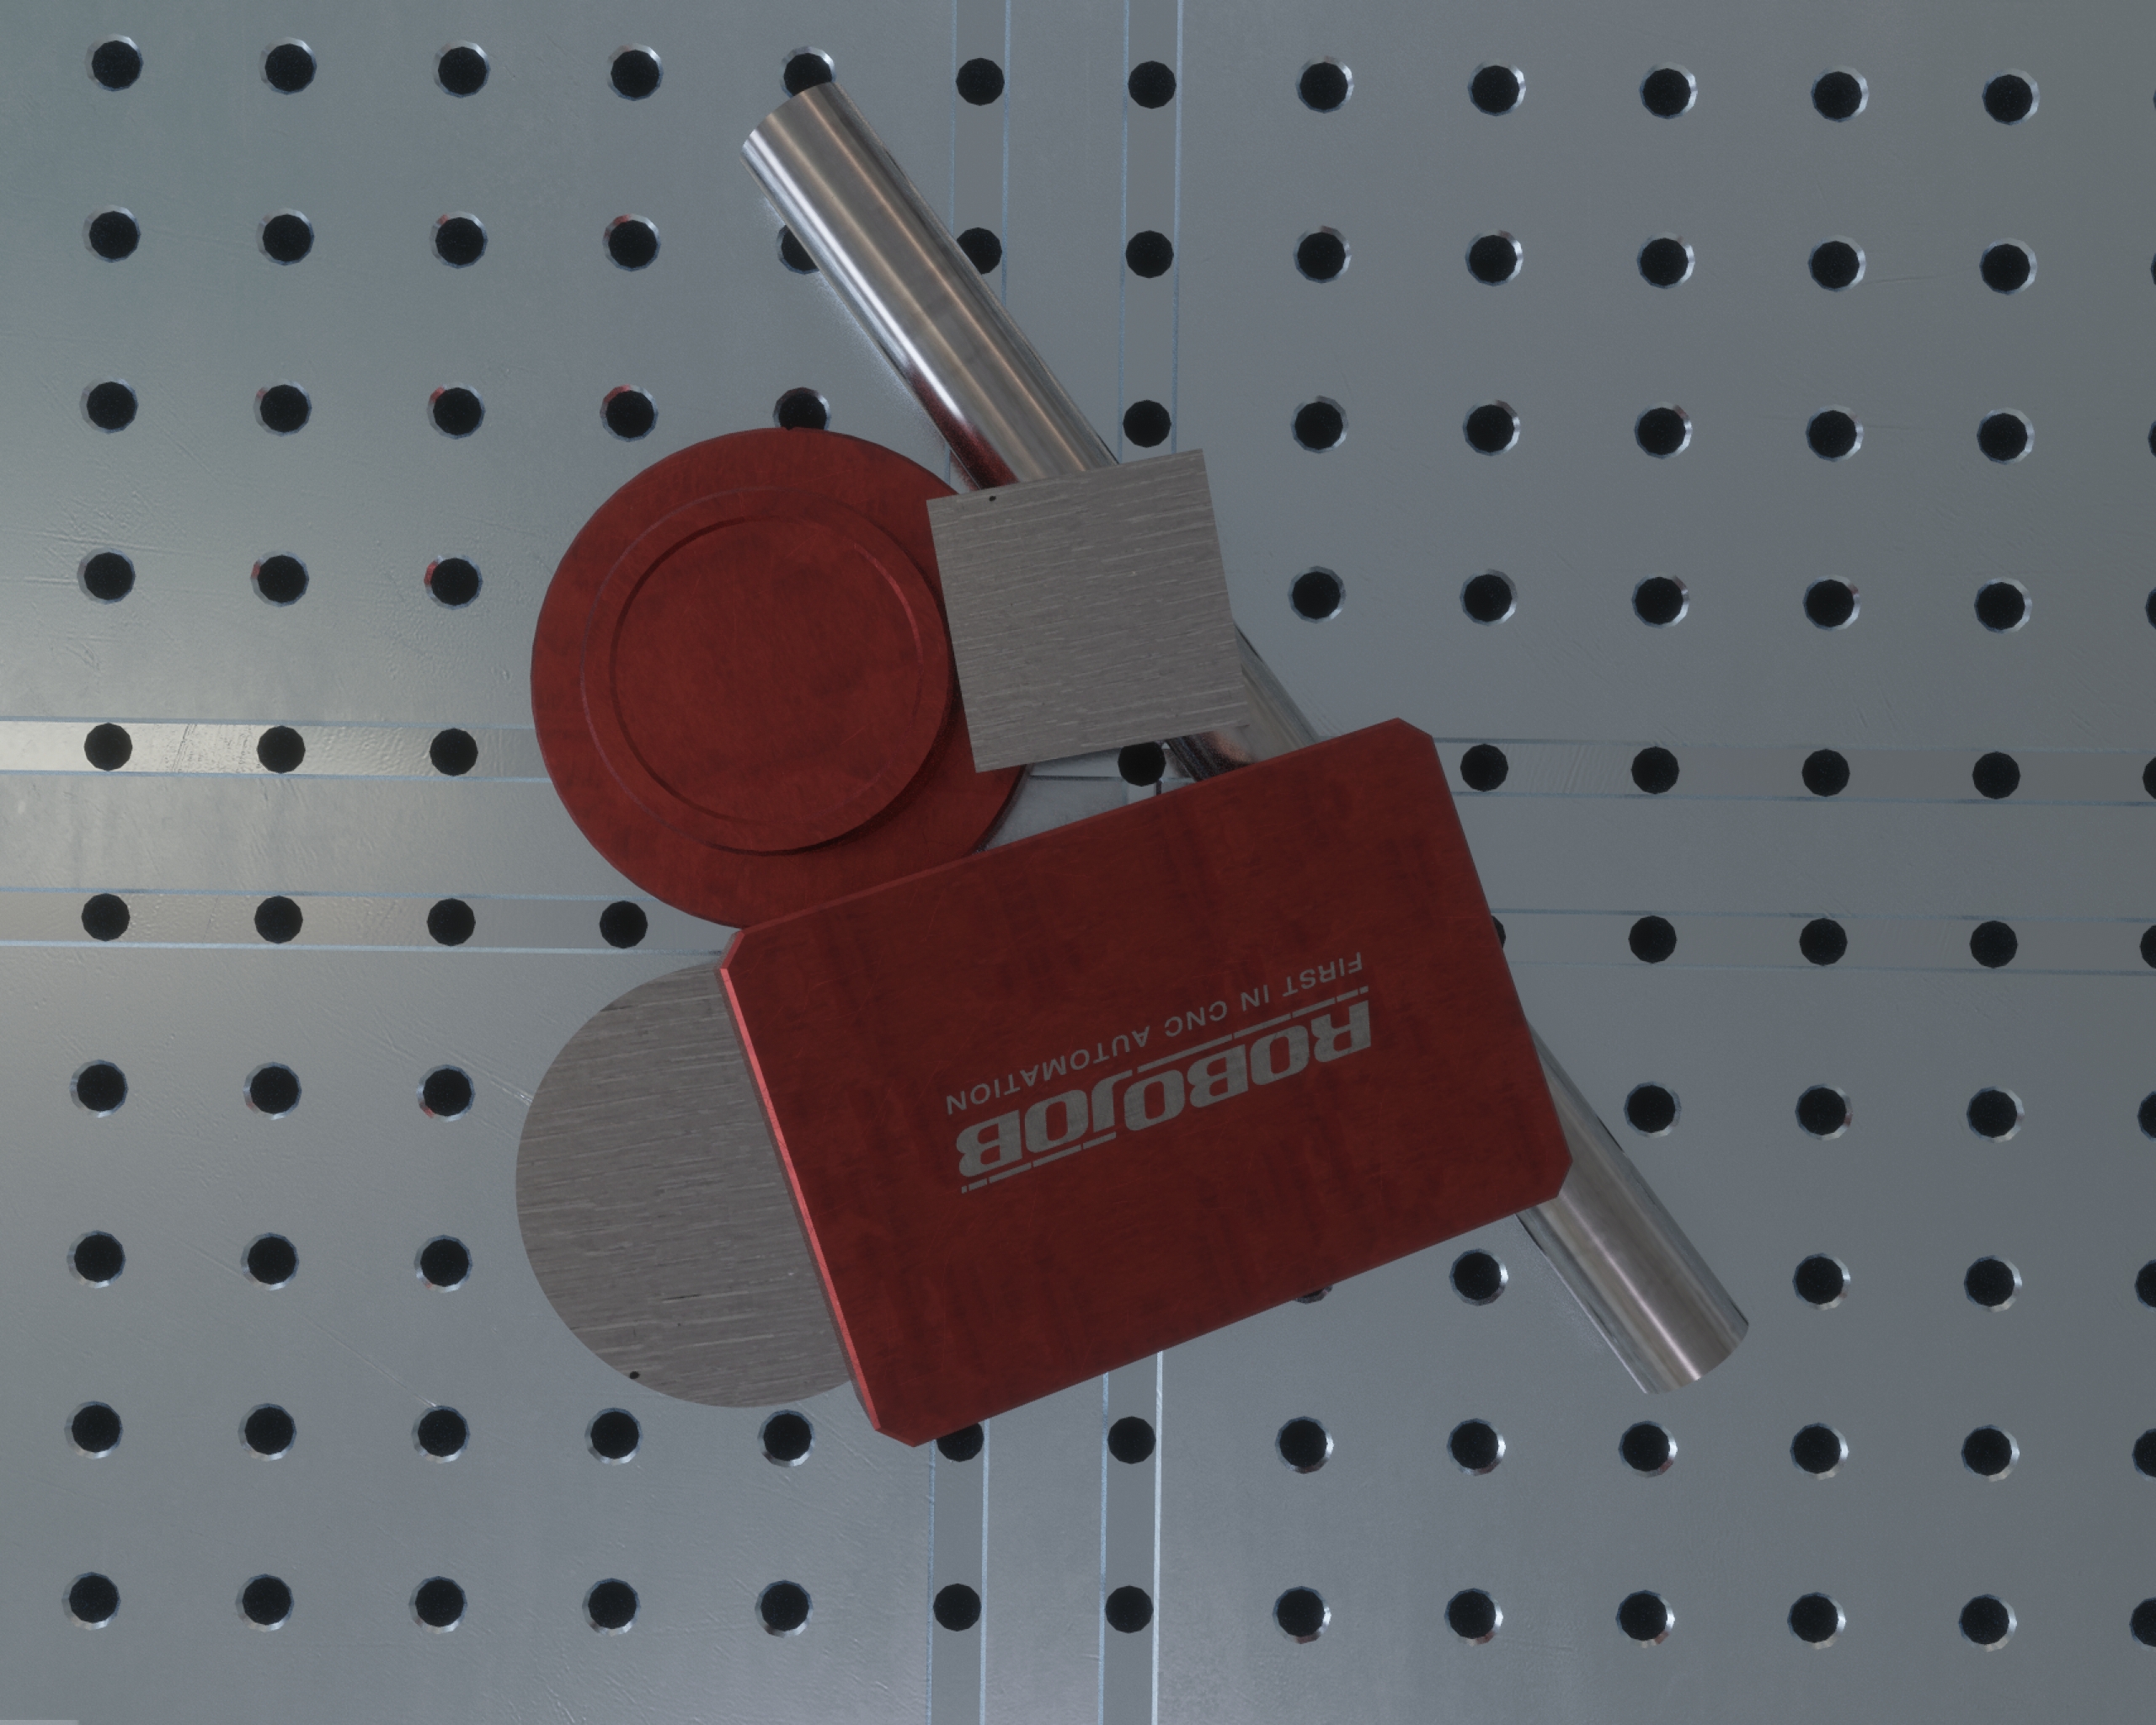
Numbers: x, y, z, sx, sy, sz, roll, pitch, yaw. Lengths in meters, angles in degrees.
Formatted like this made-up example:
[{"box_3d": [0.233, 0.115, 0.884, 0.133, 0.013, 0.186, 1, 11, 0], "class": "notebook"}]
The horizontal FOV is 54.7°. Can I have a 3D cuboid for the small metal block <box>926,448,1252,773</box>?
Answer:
[{"box_3d": [0.003, -0.046, 0.386, 0.050, 0.025, 0.050, -10, 93, 5], "class": "small metal block"}]

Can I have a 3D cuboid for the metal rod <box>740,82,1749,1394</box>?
[{"box_3d": [0.033, -0.024, 0.410, 0.025, 0.025, 0.299, -36, 90, 0], "class": "metal rod"}]

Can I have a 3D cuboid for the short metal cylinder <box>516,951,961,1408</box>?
[{"box_3d": [-0.060, 0.057, 0.396, 0.081, 0.050, 0.079, 0, 90, 0], "class": "short metal cylinder"}]

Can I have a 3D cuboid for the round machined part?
[{"box_3d": [-0.056, -0.035, 0.400, 0.099, 0.042, 0.097, 0, 90, 1], "class": "round machined part"}]

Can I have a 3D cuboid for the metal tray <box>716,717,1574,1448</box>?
[{"box_3d": [0.012, 0.036, 0.369, 0.131, 0.030, 0.090, -18, 90, -13], "class": "metal tray"}]
